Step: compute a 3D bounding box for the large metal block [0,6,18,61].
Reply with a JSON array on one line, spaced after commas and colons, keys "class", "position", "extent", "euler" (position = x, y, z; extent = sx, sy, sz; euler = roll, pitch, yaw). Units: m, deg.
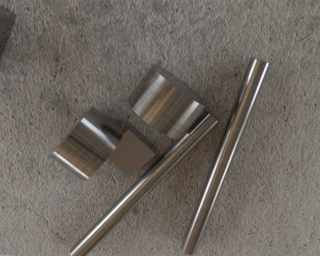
[{"class": "large metal block", "position": [-0.225, -0.112, 0.353], "extent": [0.080, 0.050, 0.080], "euler": [27, 108, -10]}]

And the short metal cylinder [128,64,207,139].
[{"class": "short metal cylinder", "position": [0.009, -0.032, 0.369], "extent": [0.080, 0.080, 0.050], "euler": [34, 106, -12]}]

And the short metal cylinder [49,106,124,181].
[{"class": "short metal cylinder", "position": [-0.090, 0.019, 0.387], "extent": [0.050, 0.080, 0.080], "euler": [41, 105, -14]}]

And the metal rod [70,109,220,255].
[{"class": "metal rod", "position": [-0.030, 0.089, 0.442], "extent": [0.025, 0.025, 0.299], "euler": [39, 105, -13]}]

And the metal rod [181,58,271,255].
[{"class": "metal rod", "position": [0.084, 0.052, 0.429], "extent": [0.025, 0.025, 0.298], "euler": [14, 109, -6]}]

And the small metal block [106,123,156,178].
[{"class": "small metal block", "position": [-0.041, 0.030, 0.421], "extent": [0.050, 0.025, 0.050], "euler": [-42, 105, 13]}]
